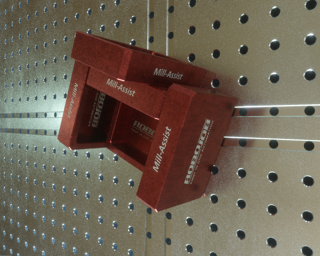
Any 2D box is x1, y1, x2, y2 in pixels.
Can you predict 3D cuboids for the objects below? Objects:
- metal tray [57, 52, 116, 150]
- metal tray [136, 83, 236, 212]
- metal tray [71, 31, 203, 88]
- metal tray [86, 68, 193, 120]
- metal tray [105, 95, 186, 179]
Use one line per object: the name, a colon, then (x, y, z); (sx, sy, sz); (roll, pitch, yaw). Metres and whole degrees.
metal tray: (-0.085, -0.036, 0.438); (0.030, 0.091, 0.129); (27, 107, 36)
metal tray: (0.031, 0.021, 0.342); (0.030, 0.091, 0.129); (27, 107, 37)
metal tray: (-0.022, -0.075, 0.360); (0.090, 0.131, 0.030); (28, 108, 36)
metal tray: (-0.015, -0.046, 0.380); (0.130, 0.091, 0.030); (28, 108, 36)
metal tray: (-0.013, 0.010, 0.417); (0.130, 0.030, 0.089); (28, 107, 36)
